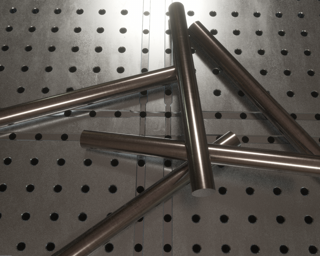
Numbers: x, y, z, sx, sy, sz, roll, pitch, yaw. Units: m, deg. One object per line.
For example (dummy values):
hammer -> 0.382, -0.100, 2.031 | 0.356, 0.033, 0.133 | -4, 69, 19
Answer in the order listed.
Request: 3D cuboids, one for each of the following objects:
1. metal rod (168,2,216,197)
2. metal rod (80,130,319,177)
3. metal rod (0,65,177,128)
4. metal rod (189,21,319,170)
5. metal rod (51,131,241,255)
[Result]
metal rod -> 0.035, -0.059, 0.401 | 0.025, 0.025, 0.299 | -4, 58, -2
metal rod -> 0.048, 0.029, 0.375 | 0.301, 0.025, 0.025 | 6, 70, 12
metal rod -> -0.118, -0.039, 0.424 | 0.302, 0.025, 0.025 | -15, 71, -6
metal rod -> 0.141, -0.039, 0.427 | 0.025, 0.025, 0.300 | -35, 74, -12
metal rod -> -0.025, 0.096, 0.376 | 0.301, 0.025, 0.025 | -33, 74, -12
